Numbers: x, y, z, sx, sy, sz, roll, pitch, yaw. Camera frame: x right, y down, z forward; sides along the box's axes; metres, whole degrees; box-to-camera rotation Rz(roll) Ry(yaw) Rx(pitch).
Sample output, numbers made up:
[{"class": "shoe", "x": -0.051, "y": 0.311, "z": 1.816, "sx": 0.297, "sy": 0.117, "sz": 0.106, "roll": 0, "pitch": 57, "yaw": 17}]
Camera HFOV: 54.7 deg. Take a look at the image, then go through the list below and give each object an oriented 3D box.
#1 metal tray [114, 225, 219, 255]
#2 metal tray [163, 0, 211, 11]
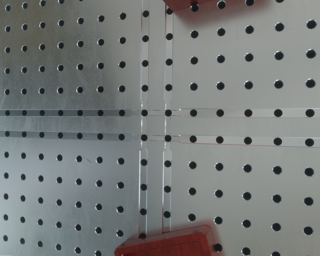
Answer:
[{"class": "metal tray", "x": 0.013, "y": 0.186, "z": 0.404, "sx": 0.130, "sy": 0.030, "sz": 0.090, "roll": -17, "pitch": 84, "yaw": 18}, {"class": "metal tray", "x": 0.060, "y": -0.182, "z": 0.356, "sx": 0.130, "sy": 0.090, "sz": 0.030, "roll": -10, "pitch": 87, "yaw": 19}]
